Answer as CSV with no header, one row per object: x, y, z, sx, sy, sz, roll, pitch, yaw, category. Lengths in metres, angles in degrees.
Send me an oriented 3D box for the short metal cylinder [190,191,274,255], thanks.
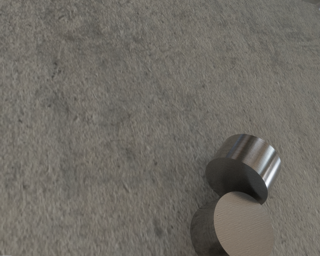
0.083,0.120,0.361,0.081,0.050,0.080,14,56,-21,short metal cylinder

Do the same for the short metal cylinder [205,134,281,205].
0.106,0.054,0.394,0.080,0.080,0.050,44,51,1,short metal cylinder
